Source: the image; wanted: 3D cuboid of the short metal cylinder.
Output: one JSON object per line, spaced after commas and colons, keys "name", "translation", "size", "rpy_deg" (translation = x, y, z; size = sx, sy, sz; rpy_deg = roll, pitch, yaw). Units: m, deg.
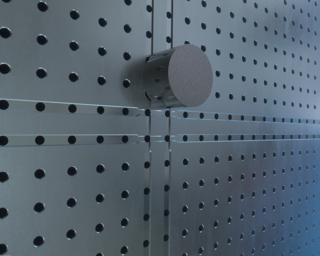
{"name": "short metal cylinder", "translation": [0.025, -0.067, 0.412], "size": [0.081, 0.050, 0.080], "rpy_deg": [0, 90, -40]}
